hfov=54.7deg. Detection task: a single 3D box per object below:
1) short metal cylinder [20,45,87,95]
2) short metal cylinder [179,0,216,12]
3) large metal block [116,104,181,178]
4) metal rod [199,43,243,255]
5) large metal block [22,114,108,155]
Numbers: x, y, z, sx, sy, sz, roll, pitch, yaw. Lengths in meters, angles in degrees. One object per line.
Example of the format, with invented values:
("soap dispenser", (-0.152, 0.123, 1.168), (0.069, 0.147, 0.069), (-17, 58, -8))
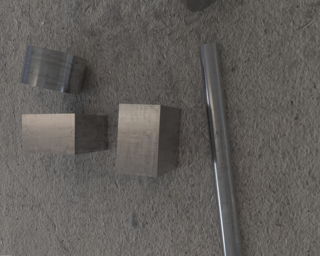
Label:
("short metal cylinder", (-0.147, -0.079, 0.432), (0.080, 0.080, 0.050), (14, 95, 19))
("short metal cylinder", (0.047, -0.186, 0.363), (0.080, 0.080, 0.050), (-42, 77, 15))
("large metal block", (-0.011, 0.013, 0.384), (0.050, 0.080, 0.079), (3, 91, 20))
("metal rod", (0.077, 0.046, 0.381), (0.025, 0.025, 0.298), (-7, 88, 20))
("large metal block", (-0.127, 0.007, 0.424), (0.080, 0.080, 0.050), (0, 90, 20))
